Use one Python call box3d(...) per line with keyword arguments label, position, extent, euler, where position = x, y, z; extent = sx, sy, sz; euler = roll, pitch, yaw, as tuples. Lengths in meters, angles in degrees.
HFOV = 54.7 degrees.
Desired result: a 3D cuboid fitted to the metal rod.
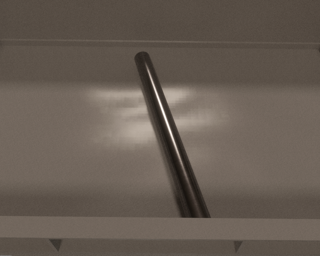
box3d(label="metal rod", position=(0.008, -0.002, 0.406), extent=(0.025, 0.025, 0.300), euler=(-11, 51, -9))
